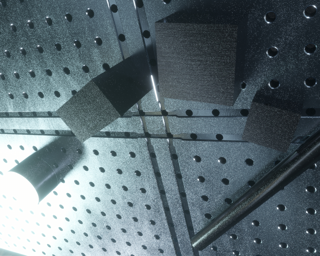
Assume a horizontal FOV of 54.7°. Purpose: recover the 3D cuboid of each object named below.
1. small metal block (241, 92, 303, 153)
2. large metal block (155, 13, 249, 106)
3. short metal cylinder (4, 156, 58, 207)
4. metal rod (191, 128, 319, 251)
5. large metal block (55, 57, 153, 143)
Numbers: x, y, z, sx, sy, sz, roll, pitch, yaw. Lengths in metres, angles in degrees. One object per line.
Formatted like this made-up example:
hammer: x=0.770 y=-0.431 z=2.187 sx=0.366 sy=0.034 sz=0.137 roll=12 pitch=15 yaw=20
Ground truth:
small metal block: x=0.123 y=-0.006 z=0.342 sx=0.050 sy=0.025 sz=0.050 roll=18 pitch=125 yaw=17
large metal block: x=0.044 y=-0.074 z=0.325 sx=0.080 sy=0.050 sz=0.079 roll=10 pitch=123 yaw=22
short metal cylinder: x=-0.242 y=0.100 z=0.581 sx=0.080 sy=0.050 sz=0.079 roll=13 pitch=124 yaw=20
metal rod: x=0.125 y=0.085 z=0.397 sx=0.025 sy=0.025 sz=0.298 roll=36 pitch=129 yaw=3
large metal block: x=-0.068 y=-0.035 z=0.388 sx=0.080 sy=0.080 sz=0.050 roll=-30 pitch=102 yaw=37
